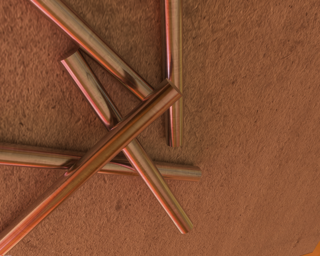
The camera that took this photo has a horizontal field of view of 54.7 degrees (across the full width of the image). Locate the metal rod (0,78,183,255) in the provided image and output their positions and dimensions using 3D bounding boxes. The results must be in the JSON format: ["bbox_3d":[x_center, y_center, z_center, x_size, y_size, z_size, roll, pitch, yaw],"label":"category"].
[{"bbox_3d":[-0.094,0.054,0.354,0.299,0.025,0.025,-42,130,14],"label":"metal rod"}]

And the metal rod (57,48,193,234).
[{"bbox_3d":[-0.027,0.037,0.387,0.025,0.025,0.299,-34,121,-6],"label":"metal rod"}]

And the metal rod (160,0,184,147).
[{"bbox_3d":[0.014,-0.106,0.348,0.025,0.025,0.298,-16,125,-19],"label":"metal rod"}]

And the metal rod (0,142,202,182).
[{"bbox_3d":[-0.068,0.047,0.398,0.302,0.025,0.025,11,113,-33],"label":"metal rod"}]

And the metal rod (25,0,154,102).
[{"bbox_3d":[-0.091,-0.105,0.292,0.025,0.025,0.301,-46,129,4],"label":"metal rod"}]
